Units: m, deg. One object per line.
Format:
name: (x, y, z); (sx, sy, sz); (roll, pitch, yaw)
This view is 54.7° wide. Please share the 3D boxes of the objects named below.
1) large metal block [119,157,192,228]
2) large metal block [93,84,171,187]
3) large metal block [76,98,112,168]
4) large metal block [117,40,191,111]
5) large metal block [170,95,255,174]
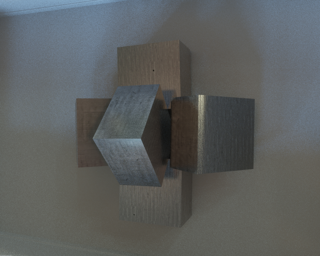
large metal block: (-0.004, 0.076, 0.397); (0.080, 0.050, 0.080); (1, 90, 20)
large metal block: (-0.023, 0.009, 0.346); (0.050, 0.080, 0.080); (-1, 46, 19)
large metal block: (-0.082, 0.005, 0.401); (0.050, 0.080, 0.080); (-1, 90, -16)
large metal block: (-0.006, -0.062, 0.395); (0.080, 0.050, 0.080); (-2, 90, 20)
large metal block: (0.059, 0.006, 0.351); (0.050, 0.081, 0.079); (2, 92, 58)
